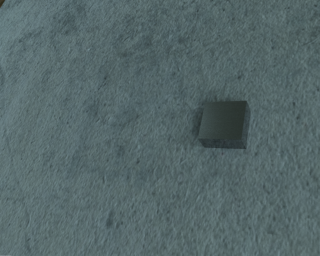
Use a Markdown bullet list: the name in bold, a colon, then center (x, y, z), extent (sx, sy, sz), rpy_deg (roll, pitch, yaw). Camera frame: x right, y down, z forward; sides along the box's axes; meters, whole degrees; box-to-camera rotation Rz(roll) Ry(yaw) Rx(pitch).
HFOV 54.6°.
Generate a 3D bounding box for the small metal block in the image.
- **small metal block**: center (0.077, -0.004, 0.367), extent (0.050, 0.025, 0.050), rpy_deg (0, 62, 28)
